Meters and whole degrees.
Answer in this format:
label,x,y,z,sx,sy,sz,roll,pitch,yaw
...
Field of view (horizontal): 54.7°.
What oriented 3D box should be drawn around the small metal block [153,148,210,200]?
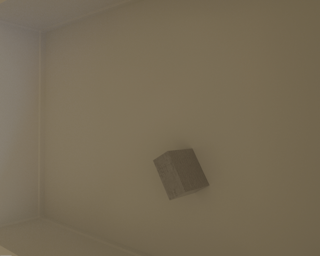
label,x,y,z,sx,sy,sz,roll,pitch,yaw
small metal block,0.026,0.054,0.368,0.025,0.050,0.050,-36,68,34
